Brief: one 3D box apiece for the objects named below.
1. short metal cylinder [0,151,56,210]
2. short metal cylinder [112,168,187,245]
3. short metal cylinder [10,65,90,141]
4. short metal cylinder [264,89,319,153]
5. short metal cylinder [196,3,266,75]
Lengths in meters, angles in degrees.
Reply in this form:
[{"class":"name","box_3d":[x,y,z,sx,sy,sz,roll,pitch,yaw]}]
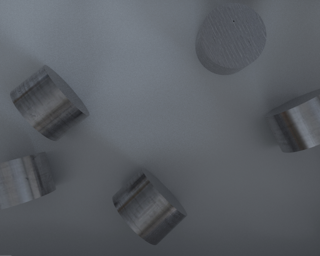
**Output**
[{"class":"short metal cylinder","box_3d":[-0.176,0.064,0.382,0.080,0.080,0.050,-15,90,0]},{"class":"short metal cylinder","box_3d":[-0.012,0.096,0.384,0.050,0.080,0.080,-44,91,0]},{"class":"short metal cylinder","box_3d":[-0.134,-0.030,0.382,0.050,0.080,0.080,-39,91,0]},{"class":"short metal cylinder","box_3d":[0.179,-0.010,0.386,0.080,0.080,0.050,-27,90,0]},{"class":"short metal cylinder","box_3d":[0.089,-0.112,0.400,0.081,0.050,0.079,0,90,-1]}]
